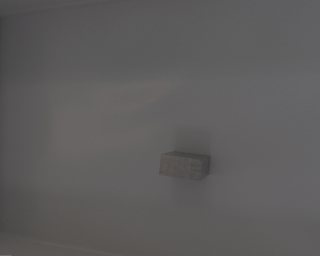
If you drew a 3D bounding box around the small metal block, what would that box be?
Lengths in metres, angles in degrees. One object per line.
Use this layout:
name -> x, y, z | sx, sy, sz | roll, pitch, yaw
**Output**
small metal block -> 0.032, 0.046, 0.386 | 0.050, 0.050, 0.025 | 6, 92, 20
